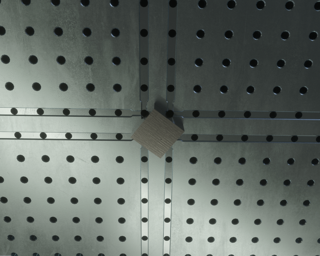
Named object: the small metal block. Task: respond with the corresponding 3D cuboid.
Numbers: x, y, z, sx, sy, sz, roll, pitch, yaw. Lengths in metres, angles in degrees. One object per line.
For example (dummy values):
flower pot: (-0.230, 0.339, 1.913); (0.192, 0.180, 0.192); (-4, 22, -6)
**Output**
small metal block: (-0.003, 0.004, 0.415); (0.050, 0.025, 0.050); (37, 106, -13)
